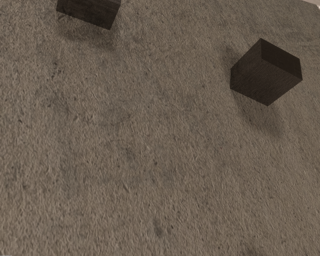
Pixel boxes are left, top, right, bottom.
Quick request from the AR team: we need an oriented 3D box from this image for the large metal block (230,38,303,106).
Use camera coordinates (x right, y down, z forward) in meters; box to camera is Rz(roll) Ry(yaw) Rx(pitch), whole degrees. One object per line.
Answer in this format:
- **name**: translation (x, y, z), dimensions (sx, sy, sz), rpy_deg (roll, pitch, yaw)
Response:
- **large metal block**: translation (0.176, -0.091, 0.522), dimensions (0.080, 0.080, 0.050), rpy_deg (22, 54, -16)

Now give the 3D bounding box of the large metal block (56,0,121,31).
- **large metal block**: translation (-0.101, -0.203, 0.459), dimensions (0.081, 0.050, 0.080), rpy_deg (15, 56, -20)
